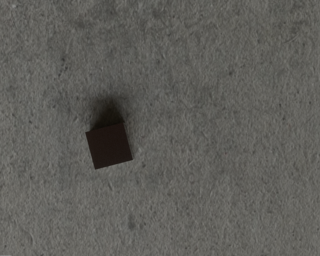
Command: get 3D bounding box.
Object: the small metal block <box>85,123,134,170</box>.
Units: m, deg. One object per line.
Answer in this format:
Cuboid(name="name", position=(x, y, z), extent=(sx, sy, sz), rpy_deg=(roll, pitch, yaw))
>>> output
Cuboid(name="small metal block", position=(-0.065, 0.023, 0.409), extent=(0.050, 0.025, 0.050), rpy_deg=(-14, 90, -1))
